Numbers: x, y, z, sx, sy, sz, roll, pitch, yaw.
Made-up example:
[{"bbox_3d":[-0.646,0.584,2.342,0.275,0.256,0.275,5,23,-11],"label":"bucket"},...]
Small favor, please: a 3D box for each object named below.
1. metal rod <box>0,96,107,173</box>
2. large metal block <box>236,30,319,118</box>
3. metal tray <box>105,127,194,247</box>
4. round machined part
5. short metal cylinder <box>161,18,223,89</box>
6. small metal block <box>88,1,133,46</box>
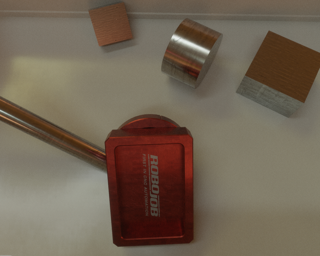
[{"bbox_3d":[-0.182,-0.023,0.348,0.301,0.025,0.025,30,71,-17],"label":"metal rod"},{"bbox_3d":[0.163,-0.073,0.425,0.080,0.050,0.080,28,72,9],"label":"large metal block"},{"bbox_3d":[-0.010,0.066,0.345,0.091,0.030,0.129,-2,105,-1],"label":"metal tray"},{"bbox_3d":[-0.012,0.030,0.373,0.099,0.042,0.097,-1,105,-2],"label":"round machined part"},{"bbox_3d":[0.043,-0.099,0.417,0.050,0.080,0.080,28,72,9],"label":"short metal cylinder"},{"bbox_3d":[-0.072,-0.151,0.449,0.050,0.050,0.025,-17,28,-6],"label":"small metal block"}]
